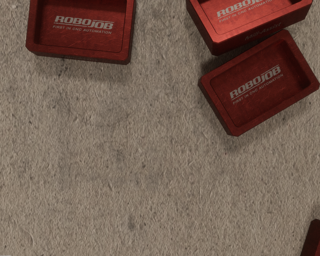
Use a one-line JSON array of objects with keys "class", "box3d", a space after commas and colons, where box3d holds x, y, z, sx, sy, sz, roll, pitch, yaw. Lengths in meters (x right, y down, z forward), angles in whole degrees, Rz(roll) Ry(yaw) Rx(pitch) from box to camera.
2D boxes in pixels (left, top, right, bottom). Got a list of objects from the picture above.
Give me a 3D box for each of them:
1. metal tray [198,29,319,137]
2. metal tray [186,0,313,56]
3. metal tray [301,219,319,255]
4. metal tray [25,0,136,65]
[{"class": "metal tray", "box3d": [0.128, -0.058, 0.409, 0.130, 0.030, 0.090, -31, 90, -1]}, {"class": "metal tray", "box3d": [0.109, -0.157, 0.394, 0.131, 0.030, 0.090, -23, 70, -1]}, {"class": "metal tray", "box3d": [0.258, 0.185, 0.411, 0.131, 0.030, 0.090, 17, 90, -1]}, {"class": "metal tray", "box3d": [-0.101, -0.136, 0.405, 0.131, 0.030, 0.089, 6, 90, -1]}]
